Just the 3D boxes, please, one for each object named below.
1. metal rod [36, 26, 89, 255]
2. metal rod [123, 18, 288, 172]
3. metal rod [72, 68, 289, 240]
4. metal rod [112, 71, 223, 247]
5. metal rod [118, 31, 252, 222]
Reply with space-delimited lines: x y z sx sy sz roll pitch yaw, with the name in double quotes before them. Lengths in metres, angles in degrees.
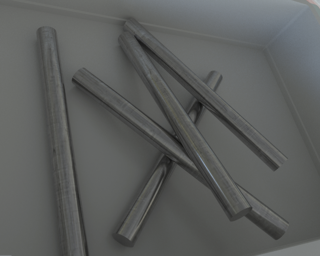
"metal rod" -0.110 0.009 0.340 0.025 0.025 0.299 -1 62 -29
"metal rod" 0.054 -0.056 0.438 0.300 0.025 0.025 46 50 15
"metal rod" 0.017 0.024 0.366 0.300 0.025 0.025 37 50 8
"metal rod" 0.026 0.016 0.409 0.025 0.025 0.301 36 51 -4
"metal rod" 0.014 -0.025 0.378 0.025 0.025 0.299 -7 50 -31
